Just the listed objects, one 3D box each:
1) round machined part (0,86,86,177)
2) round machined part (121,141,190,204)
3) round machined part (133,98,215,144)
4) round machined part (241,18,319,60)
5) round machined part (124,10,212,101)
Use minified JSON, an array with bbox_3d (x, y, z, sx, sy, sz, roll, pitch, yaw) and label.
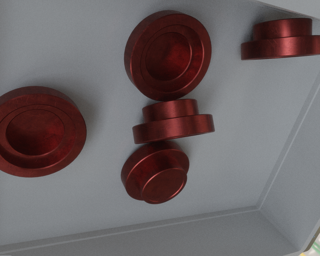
[{"bbox_3d":[-0.132,0.001,0.327,0.099,0.042,0.097,-14,125,-21],"label":"round machined part"},{"bbox_3d":[-0.001,0.068,0.434,0.099,0.042,0.097,-16,132,-19],"label":"round machined part"},{"bbox_3d":[0.015,-0.009,0.378,0.099,0.098,0.042,-7,86,-25],"label":"round machined part"},{"bbox_3d":[0.151,-0.109,0.384,0.099,0.098,0.042,-9,101,-24],"label":"round machined part"},{"bbox_3d":[0.006,-0.083,0.351,0.099,0.042,0.097,-14,125,-21],"label":"round machined part"}]
